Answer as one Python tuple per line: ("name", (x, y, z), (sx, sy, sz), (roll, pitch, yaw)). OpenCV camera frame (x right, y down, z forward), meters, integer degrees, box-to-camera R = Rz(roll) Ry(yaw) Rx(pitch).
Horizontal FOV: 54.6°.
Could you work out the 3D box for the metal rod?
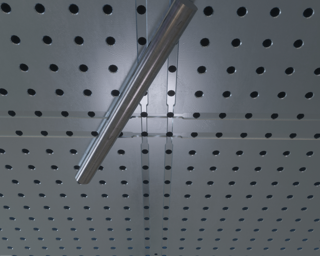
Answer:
("metal rod", (-0.045, -0.024, 0.390), (0.025, 0.025, 0.298), (23, 127, -18))
